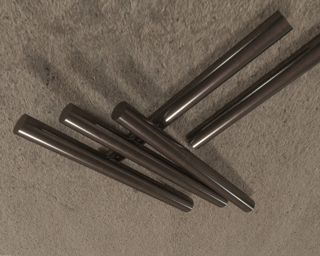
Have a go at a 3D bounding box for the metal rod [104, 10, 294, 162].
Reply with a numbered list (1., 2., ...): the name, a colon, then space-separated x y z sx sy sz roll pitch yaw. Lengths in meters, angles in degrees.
1. metal rod: 0.023 -0.028 0.383 0.025 0.025 0.299 37 121 -27

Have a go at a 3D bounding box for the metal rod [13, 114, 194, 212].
1. metal rod: -0.053 0.062 0.427 0.025 0.025 0.301 -35 132 25

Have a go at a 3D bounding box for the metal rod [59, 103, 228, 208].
1. metal rod: 0.000 0.051 0.424 0.025 0.025 0.301 -36 130 26

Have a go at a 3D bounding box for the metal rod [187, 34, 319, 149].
1. metal rod: 0.148 -0.065 0.353 0.025 0.025 0.299 35 121 -27

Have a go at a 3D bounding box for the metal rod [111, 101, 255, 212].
1. metal rod: 0.051 0.055 0.433 0.025 0.025 0.301 -33 130 25
